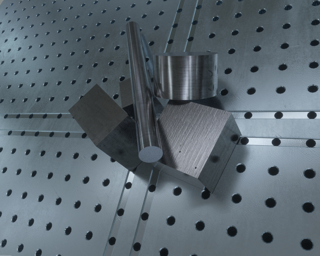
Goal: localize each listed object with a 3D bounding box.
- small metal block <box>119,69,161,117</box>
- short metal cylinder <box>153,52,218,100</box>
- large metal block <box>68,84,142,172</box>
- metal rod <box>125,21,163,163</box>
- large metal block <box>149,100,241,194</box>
[{"bbox_3d":[-0.030,-0.051,0.454,0.050,0.025,0.050,-22,54,14],"label":"small metal block"},{"bbox_3d":[0.032,-0.068,0.388,0.080,0.081,0.050,9,110,32],"label":"short metal cylinder"},{"bbox_3d":[-0.060,0.000,0.402,0.050,0.080,0.080,-45,51,-3],"label":"large metal block"},{"bbox_3d":[-0.029,-0.073,0.428,0.025,0.025,0.300,-25,41,13],"label":"metal rod"},{"bbox_3d":[0.036,0.018,0.361,0.080,0.050,0.080,19,72,35],"label":"large metal block"}]
